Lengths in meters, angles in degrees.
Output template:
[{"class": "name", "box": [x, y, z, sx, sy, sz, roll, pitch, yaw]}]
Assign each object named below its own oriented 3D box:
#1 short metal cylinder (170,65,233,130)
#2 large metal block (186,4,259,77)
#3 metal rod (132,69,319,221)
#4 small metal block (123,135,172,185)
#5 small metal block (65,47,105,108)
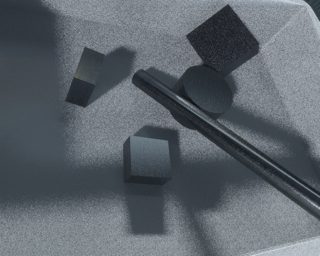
[{"class": "short metal cylinder", "box": [0.057, -0.043, 0.449, 0.081, 0.050, 0.080, 14, 56, -21]}, {"class": "large metal block", "box": [0.102, -0.135, 0.501, 0.080, 0.080, 0.050, 57, 12, 12]}, {"class": "metal rod", "box": [0.078, 0.012, 0.377, 0.300, 0.025, 0.025, 38, 48, 23]}, {"class": "small metal block", "box": [-0.016, 0.040, 0.374, 0.050, 0.025, 0.050, 9, 58, -24]}, {"class": "small metal block", "box": [-0.092, -0.061, 0.378, 0.025, 0.050, 0.050, 20, 54, -17]}]
